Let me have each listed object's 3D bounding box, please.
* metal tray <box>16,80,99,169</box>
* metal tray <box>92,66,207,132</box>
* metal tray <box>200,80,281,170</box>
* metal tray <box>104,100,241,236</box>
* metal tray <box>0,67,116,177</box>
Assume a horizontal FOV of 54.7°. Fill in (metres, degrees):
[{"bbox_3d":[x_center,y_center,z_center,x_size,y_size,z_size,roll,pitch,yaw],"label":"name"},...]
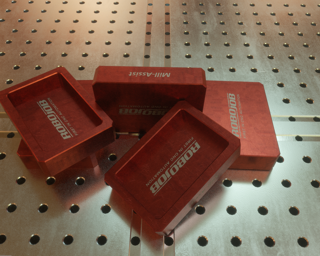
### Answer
[{"bbox_3d":[-0.123,-0.009,0.411,0.091,0.030,0.130,-1,51,-1],"label":"metal tray"},{"bbox_3d":[-0.012,-0.033,0.392,0.131,0.089,0.030,1,50,0],"label":"metal tray"},{"bbox_3d":[0.098,-0.008,0.411,0.091,0.030,0.130,2,50,1],"label":"metal tray"},{"bbox_3d":[0.015,0.041,0.346,0.090,0.030,0.130,39,77,27],"label":"metal tray"},{"bbox_3d":[-0.125,-0.014,0.373,0.091,0.030,0.130,-31,57,-24],"label":"metal tray"}]
